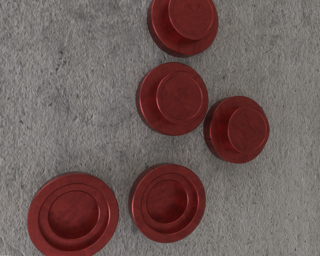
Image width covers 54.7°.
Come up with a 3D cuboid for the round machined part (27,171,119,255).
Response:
[{"bbox_3d":[-0.101,0.099,0.363,0.099,0.042,0.097,0,90,-20],"label":"round machined part"}]

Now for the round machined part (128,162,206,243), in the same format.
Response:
[{"bbox_3d":[0.006,0.093,0.402,0.099,0.042,0.097,0,90,-20],"label":"round machined part"}]

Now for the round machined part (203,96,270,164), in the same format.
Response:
[{"bbox_3d":[0.115,0.003,0.442,0.099,0.042,0.097,0,90,-20],"label":"round machined part"}]

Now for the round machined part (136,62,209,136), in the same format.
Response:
[{"bbox_3d":[0.021,-0.038,0.407,0.099,0.042,0.097,0,90,-20],"label":"round machined part"}]

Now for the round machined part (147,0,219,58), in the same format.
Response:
[{"bbox_3d":[0.036,-0.146,0.413,0.099,0.042,0.097,0,90,-20],"label":"round machined part"}]
